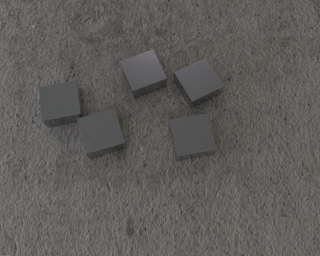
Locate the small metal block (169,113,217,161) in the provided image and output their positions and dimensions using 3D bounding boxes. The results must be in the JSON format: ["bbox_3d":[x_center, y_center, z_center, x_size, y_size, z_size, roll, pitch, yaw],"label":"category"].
[{"bbox_3d":[0.042,0.012,0.404,0.050,0.025,0.050,-10,70,-4],"label":"small metal block"}]

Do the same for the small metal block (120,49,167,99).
[{"bbox_3d":[-0.023,-0.076,0.435,0.050,0.025,0.050,-22,72,-8],"label":"small metal block"}]

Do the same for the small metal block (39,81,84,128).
[{"bbox_3d":[-0.132,-0.032,0.419,0.050,0.025,0.050,-11,70,-4],"label":"small metal block"}]

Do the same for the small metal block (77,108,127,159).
[{"bbox_3d":[-0.075,0.007,0.405,0.050,0.025,0.050,-16,71,-6],"label":"small metal block"}]

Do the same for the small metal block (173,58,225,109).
[{"bbox_3d":[0.053,-0.062,0.431,0.050,0.025,0.050,-26,72,-9],"label":"small metal block"}]
